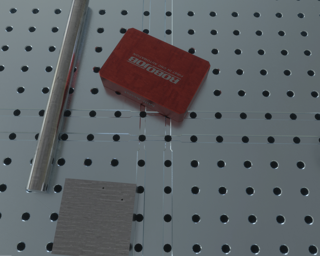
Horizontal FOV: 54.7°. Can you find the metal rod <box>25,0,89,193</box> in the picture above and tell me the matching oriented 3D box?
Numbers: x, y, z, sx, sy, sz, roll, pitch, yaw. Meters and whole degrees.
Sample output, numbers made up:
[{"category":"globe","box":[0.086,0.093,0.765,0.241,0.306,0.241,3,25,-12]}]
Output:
[{"category":"metal rod","box":[-0.138,-0.062,0.432,0.025,0.025,0.299,5,70,2]}]

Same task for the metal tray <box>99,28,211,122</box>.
[{"category":"metal tray","box":[-0.007,-0.077,0.437,0.130,0.030,0.090,27,72,9]}]

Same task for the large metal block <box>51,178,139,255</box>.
[{"category":"large metal block","box":[-0.070,0.106,0.359,0.081,0.050,0.080,5,70,1]}]
